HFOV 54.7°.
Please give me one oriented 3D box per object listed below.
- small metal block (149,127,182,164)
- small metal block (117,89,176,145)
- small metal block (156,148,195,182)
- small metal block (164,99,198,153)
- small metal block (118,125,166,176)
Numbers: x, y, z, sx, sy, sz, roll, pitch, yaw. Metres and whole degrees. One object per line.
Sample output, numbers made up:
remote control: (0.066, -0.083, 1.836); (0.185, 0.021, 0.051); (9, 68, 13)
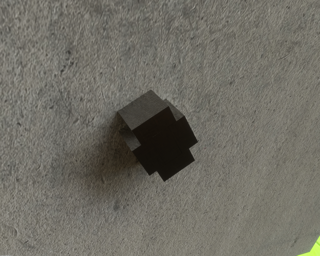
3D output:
small metal block: (-0.003, 0.011, 0.398); (0.025, 0.050, 0.050); (-35, 129, -6)
small metal block: (-0.017, -0.015, 0.375); (0.050, 0.050, 0.025); (-34, 129, -6)
small metal block: (0.011, 0.037, 0.422); (0.050, 0.050, 0.025); (-34, 129, -6)
small metal block: (0.018, -0.003, 0.401); (0.025, 0.050, 0.050); (-35, 129, -5)
small metal block: (-0.023, 0.025, 0.395); (0.025, 0.050, 0.050); (-35, 129, -6)
